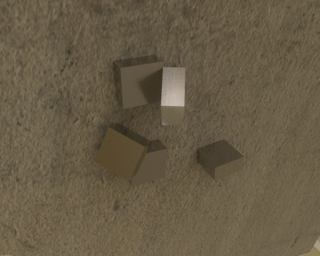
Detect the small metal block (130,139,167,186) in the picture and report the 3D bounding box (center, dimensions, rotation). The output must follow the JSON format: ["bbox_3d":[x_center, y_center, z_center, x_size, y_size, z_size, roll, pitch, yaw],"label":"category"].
[{"bbox_3d":[-0.020,0.048,0.427,0.050,0.025,0.050,-11,123,-23],"label":"small metal block"}]

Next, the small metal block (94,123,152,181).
[{"bbox_3d":[-0.046,0.029,0.383,0.050,0.050,0.025,-65,170,18],"label":"small metal block"}]

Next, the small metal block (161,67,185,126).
[{"bbox_3d":[0.016,-0.036,0.364,0.025,0.050,0.050,2,156,3],"label":"small metal block"}]

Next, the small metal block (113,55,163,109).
[{"bbox_3d":[-0.025,-0.054,0.361,0.050,0.025,0.050,-14,124,-21],"label":"small metal block"}]

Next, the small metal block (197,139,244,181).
[{"bbox_3d":[0.091,0.047,0.472,0.050,0.050,0.025,-17,126,-19],"label":"small metal block"}]
